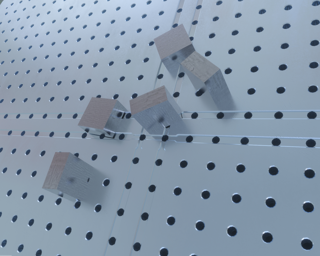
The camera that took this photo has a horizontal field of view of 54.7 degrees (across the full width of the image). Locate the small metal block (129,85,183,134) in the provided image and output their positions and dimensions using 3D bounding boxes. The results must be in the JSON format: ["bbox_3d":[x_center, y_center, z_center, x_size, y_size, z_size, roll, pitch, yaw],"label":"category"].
[{"bbox_3d":[-0.005,-0.023,0.408,0.050,0.050,0.025,-22,54,14],"label":"small metal block"}]

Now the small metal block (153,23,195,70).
[{"bbox_3d":[0.023,-0.123,0.471,0.050,0.025,0.050,-25,53,12],"label":"small metal block"}]

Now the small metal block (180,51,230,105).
[{"bbox_3d":[0.059,-0.065,0.400,0.025,0.050,0.050,-41,51,0],"label":"small metal block"}]

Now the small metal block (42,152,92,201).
[{"bbox_3d":[-0.122,0.065,0.414,0.025,0.050,0.050,-2,61,27],"label":"small metal block"}]

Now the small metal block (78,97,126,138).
[{"bbox_3d":[-0.086,-0.017,0.462,0.050,0.025,0.050,9,66,31],"label":"small metal block"}]
